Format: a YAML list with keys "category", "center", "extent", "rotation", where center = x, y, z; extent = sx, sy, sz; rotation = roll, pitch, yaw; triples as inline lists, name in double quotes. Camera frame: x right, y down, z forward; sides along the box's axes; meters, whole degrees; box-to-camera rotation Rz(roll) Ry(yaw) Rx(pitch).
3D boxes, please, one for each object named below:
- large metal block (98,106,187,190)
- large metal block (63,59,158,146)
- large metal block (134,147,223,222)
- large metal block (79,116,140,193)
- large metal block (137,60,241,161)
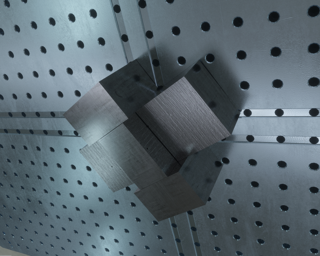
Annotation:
- category: "large metal block"
  center: [-0.016, 0.017, 0.395]
  extent: [0.050, 0.080, 0.080]
  rotation: [-32, 100, 38]
- category: "large metal block"
  center: [-0.059, -0.032, 0.387]
  extent: [0.080, 0.080, 0.050]
  rotation: [-32, 100, 38]
- category: "large metal block"
  center: [0.026, 0.066, 0.403]
  extent: [0.080, 0.080, 0.050]
  rotation: [-32, 100, 37]
- category: "large metal block"
  center: [-0.055, 0.037, 0.449]
  extent: [0.080, 0.050, 0.080]
  rotation: [-30, 102, 38]
- category: "large metal block"
  center: [0.033, -0.018, 0.366]
  extent: [0.080, 0.050, 0.080]
  rotation: [-32, 103, 38]
